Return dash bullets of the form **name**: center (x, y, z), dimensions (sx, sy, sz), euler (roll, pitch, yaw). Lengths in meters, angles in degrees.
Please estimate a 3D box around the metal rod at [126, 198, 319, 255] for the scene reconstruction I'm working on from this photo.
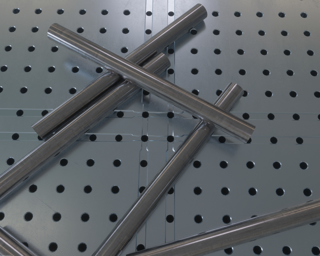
- **metal rod**: center (0.110, 0.120, 0.368), dimensions (0.302, 0.025, 0.025), euler (-14, 71, -5)

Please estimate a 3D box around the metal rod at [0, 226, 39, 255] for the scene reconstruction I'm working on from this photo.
- **metal rod**: center (-0.074, 0.203, 0.337), dimensions (0.300, 0.025, 0.025), euler (32, 73, 11)

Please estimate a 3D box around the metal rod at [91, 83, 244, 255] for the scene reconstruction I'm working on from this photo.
- **metal rod**: center (0.013, 0.056, 0.391), dimensions (0.025, 0.025, 0.300), euler (37, 74, 12)

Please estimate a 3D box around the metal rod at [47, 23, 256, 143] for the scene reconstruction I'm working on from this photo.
- **metal rod**: center (-0.018, -0.063, 0.406), dimensions (0.301, 0.025, 0.025), euler (29, 73, 10)

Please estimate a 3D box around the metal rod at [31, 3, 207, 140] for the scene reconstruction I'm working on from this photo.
- **metal rod**: center (-0.049, -0.087, 0.443), dimensions (0.301, 0.025, 0.025), euler (-40, 75, -13)

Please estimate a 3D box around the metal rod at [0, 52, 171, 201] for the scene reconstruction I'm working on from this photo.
- **metal rod**: center (-0.105, -0.005, 0.412), dimensions (0.301, 0.025, 0.025), euler (-40, 75, -13)
